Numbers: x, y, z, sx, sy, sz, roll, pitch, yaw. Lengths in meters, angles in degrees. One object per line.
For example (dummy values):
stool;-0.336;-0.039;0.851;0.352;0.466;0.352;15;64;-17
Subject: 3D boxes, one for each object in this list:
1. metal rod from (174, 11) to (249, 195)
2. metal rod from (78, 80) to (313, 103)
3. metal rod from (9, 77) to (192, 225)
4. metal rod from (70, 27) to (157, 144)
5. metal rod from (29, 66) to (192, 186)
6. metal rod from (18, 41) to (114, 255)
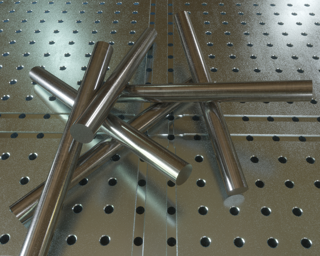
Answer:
metal rod;0.061;-0.054;0.426;0.025;0.025;0.299;-8;59;-7
metal rod;0.030;-0.045;0.401;0.301;0.025;0.025;1;49;19
metal rod;-0.047;0.011;0.398;0.025;0.025;0.302;37;59;27
metal rod;-0.048;-0.080;0.430;0.025;0.025;0.301;9;37;8
metal rod;-0.082;-0.018;0.395;0.300;0.025;0.025;31;56;33
metal rod;-0.101;0.024;0.346;0.025;0.025;0.300;8;63;7
